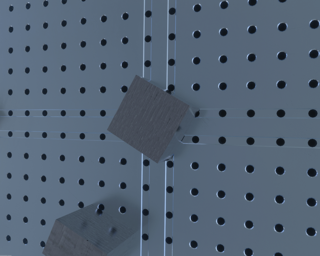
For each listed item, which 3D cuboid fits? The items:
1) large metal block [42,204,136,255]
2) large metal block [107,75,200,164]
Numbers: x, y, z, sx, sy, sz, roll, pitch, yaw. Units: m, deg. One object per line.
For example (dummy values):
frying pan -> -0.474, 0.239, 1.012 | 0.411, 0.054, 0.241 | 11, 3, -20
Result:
large metal block -> -0.092, 0.154, 0.416 | 0.080, 0.080, 0.050 | 26, 99, 18
large metal block -> -0.008, -0.012, 0.402 | 0.080, 0.050, 0.080 | 32, 100, 17
